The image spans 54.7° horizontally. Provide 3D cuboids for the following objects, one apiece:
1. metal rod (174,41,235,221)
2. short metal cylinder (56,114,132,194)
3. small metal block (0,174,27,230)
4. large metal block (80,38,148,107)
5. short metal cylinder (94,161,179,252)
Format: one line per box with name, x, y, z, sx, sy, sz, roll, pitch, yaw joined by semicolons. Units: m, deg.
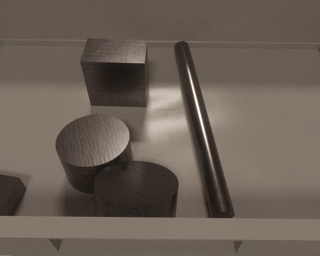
metal rod;0.051;-0.021;0.422;0.025;0.025;0.300;-4;50;-4
short metal cylinder;-0.073;0.029;0.358;0.081;0.050;0.080;-1;44;1
small metal block;-0.184;0.078;0.337;0.050;0.025;0.050;8;50;6
large metal block;-0.059;-0.075;0.432;0.081;0.080;0.050;2;50;1
short metal cylinder;-0.024;0.074;0.306;0.081;0.050;0.080;3;22;-1
